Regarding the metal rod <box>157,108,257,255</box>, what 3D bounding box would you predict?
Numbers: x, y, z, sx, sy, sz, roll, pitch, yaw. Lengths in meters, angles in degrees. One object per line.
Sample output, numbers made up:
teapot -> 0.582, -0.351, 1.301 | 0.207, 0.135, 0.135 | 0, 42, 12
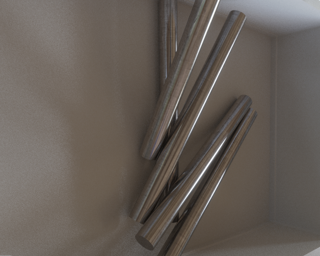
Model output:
metal rod -> 0.079, 0.072, 0.453 | 0.301, 0.025, 0.025 | -51, 121, -34

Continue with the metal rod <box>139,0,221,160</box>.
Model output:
metal rod -> 0.035, -0.095, 0.343 | 0.025, 0.025, 0.298 | 2, 118, -40

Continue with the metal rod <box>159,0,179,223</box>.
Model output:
metal rod -> 0.012, -0.025, 0.416 | 0.025, 0.025, 0.298 | -1, 91, -40

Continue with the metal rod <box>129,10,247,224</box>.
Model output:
metal rod -> 0.040, -0.020, 0.399 | 0.025, 0.025, 0.299 | 33, 79, -35

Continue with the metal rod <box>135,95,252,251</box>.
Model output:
metal rod -> 0.064, 0.040, 0.435 | 0.301, 0.025, 0.025 | -47, 118, -38
